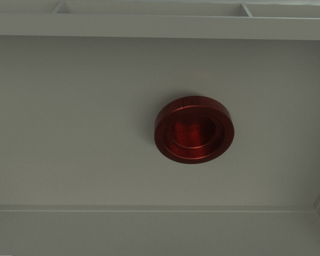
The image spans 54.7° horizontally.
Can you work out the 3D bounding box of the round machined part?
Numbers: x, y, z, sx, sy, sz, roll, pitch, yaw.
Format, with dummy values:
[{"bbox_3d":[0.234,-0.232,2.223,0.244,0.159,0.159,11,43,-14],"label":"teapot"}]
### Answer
[{"bbox_3d":[0.042,-0.002,0.397,0.099,0.042,0.097,-1,130,0],"label":"round machined part"}]
